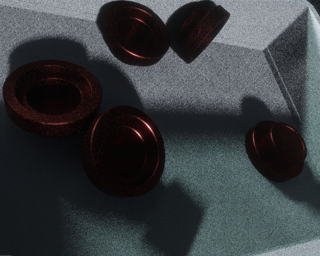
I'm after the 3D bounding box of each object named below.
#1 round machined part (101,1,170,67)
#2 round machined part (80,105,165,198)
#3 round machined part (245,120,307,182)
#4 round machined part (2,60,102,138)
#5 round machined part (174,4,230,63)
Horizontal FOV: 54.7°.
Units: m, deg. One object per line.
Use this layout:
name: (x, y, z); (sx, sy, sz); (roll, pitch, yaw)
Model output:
round machined part: (-0.038, -0.131, 0.450); (0.099, 0.042, 0.098); (13, 61, -24)
round machined part: (-0.044, 0.027, 0.341); (0.099, 0.042, 0.098); (16, 67, -40)
round machined part: (0.183, 0.030, 0.475); (0.099, 0.042, 0.098); (14, 56, -21)
round machined part: (-0.115, -0.028, 0.340); (0.099, 0.042, 0.098); (9, 48, -10)
round machined part: (0.060, -0.151, 0.483); (0.042, 0.097, 0.098); (42, 51, 3)
